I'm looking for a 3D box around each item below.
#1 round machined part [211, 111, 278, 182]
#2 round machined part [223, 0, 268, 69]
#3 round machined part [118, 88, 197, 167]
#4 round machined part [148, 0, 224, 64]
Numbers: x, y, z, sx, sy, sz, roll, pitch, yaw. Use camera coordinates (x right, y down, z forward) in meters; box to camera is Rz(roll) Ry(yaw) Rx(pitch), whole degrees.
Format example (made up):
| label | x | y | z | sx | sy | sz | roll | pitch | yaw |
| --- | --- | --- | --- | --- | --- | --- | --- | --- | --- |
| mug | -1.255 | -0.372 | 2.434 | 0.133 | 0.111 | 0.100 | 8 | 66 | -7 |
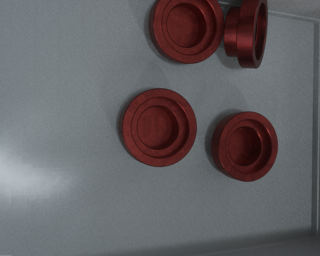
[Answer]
| label | x | y | z | sx | sy | sz | roll | pitch | yaw |
| --- | --- | --- | --- | --- | --- | --- | --- | --- | --- |
| round machined part | 0.116 | 0.026 | 0.446 | 0.099 | 0.042 | 0.097 | 0 | 90 | -21 |
| round machined part | 0.118 | -0.133 | 0.428 | 0.099 | 0.042 | 0.097 | -29 | 123 | -58 |
| round machined part | -0.006 | -0.001 | 0.400 | 0.099 | 0.042 | 0.097 | 0 | 90 | -21 |
| round machined part | 0.031 | -0.134 | 0.408 | 0.099 | 0.042 | 0.097 | -4 | 101 | -19 |
